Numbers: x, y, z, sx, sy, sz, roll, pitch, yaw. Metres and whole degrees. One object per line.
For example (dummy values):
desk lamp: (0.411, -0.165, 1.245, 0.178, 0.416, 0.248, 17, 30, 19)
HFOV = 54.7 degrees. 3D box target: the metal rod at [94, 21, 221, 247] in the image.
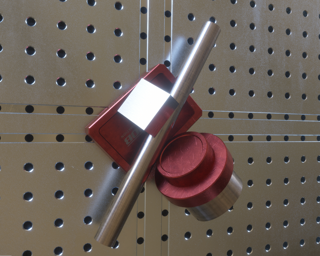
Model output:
metal rod: (0.002, 0.000, 0.382, 0.025, 0.025, 0.299, 30, 80, -18)

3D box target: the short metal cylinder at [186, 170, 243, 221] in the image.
short metal cylinder: (0.059, 0.074, 0.405, 0.080, 0.080, 0.050, -45, 105, -15)

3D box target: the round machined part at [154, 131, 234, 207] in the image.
round machined part: (0.035, 0.043, 0.377, 0.098, 0.098, 0.042, -48, 127, -14)

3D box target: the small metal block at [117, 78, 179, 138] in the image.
small metal block: (-0.014, -0.025, 0.372, 0.050, 0.050, 0.025, -54, 145, -3)

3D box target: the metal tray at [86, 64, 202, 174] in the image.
metal tray: (-0.018, -0.009, 0.403, 0.130, 0.030, 0.090, -45, 104, -15)
